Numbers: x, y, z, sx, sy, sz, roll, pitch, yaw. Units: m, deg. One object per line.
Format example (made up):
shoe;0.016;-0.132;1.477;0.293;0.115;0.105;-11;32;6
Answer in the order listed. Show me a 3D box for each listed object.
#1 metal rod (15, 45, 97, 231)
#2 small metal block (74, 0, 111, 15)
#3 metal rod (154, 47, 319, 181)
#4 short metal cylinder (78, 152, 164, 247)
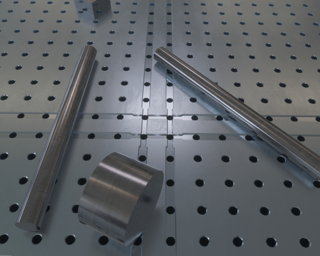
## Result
metal rod;-0.127;-0.012;0.416;0.025;0.025;0.300;3;50;2
small metal block;-0.136;-0.257;0.623;0.050;0.025;0.050;28;55;21
metal rod;0.097;-0.035;0.437;0.025;0.025;0.300;-33;58;-25
short metal cylinder;-0.037;0.071;0.312;0.050;0.080;0.080;21;53;17
